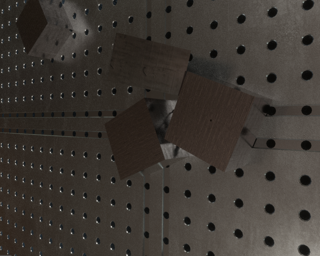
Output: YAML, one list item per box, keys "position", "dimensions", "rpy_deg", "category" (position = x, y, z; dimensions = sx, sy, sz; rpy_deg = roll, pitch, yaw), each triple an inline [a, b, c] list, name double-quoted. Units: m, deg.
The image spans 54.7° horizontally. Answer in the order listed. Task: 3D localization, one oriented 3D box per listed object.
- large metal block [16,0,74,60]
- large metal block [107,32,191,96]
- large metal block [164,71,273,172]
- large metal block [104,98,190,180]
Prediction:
- position: [-0.211, -0.185, 0.564]
  dimensions: [0.080, 0.050, 0.080]
  rpy_deg: [-40, 66, 32]
  category: "large metal block"
- position: [-0.017, -0.075, 0.365]
  dimensions: [0.080, 0.081, 0.050]
  rpy_deg: [-127, 49, -74]
  category: "large metal block"
- position: [0.062, -0.009, 0.338]
  dimensions: [0.080, 0.050, 0.079]
  rpy_deg: [28, 108, 33]
  category: "large metal block"
- position: [-0.019, 0.015, 0.407]
  dimensions: [0.080, 0.050, 0.080]
  rpy_deg: [-29, 72, 36]
  category: "large metal block"
